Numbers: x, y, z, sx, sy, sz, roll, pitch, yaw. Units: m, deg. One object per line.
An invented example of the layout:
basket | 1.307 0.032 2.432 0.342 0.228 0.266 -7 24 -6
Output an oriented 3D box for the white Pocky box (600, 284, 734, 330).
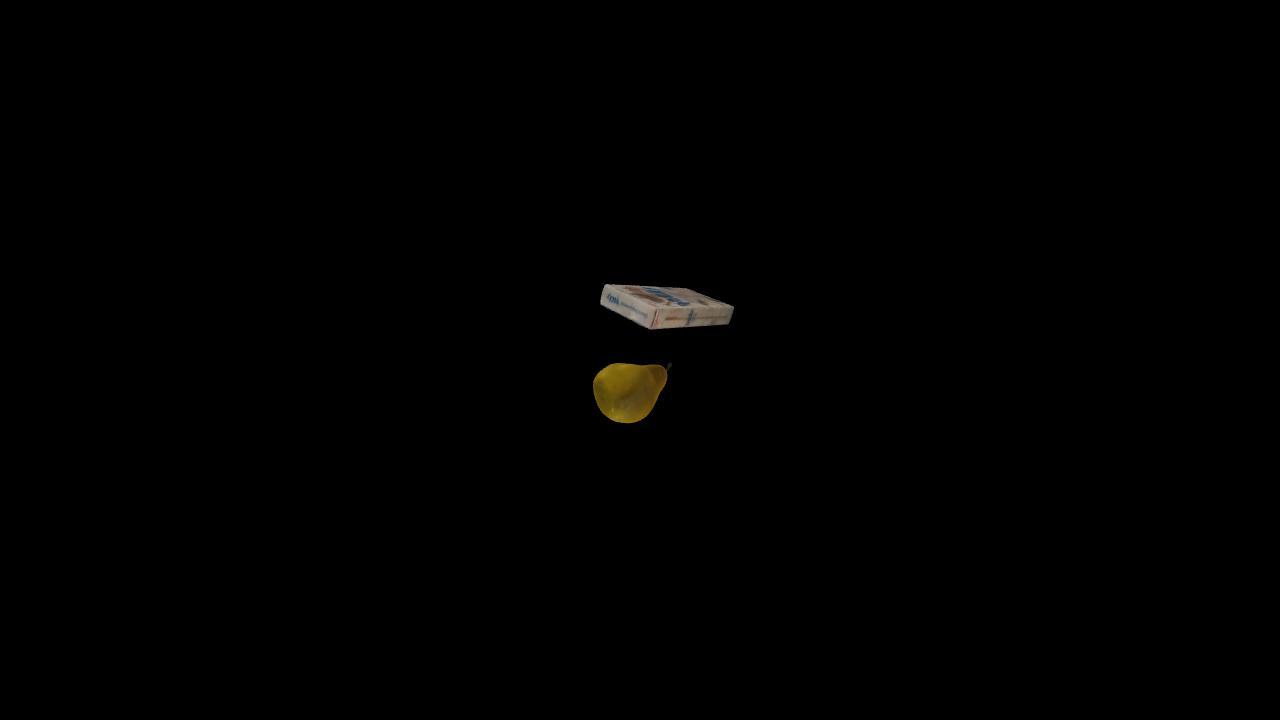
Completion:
white Pocky box | 0.035 -0.063 0.726 0.084 0.028 0.154 28 22 36

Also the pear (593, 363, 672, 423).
pear | 0.002 0.032 0.743 0.111 0.080 0.080 -20 8 -23
